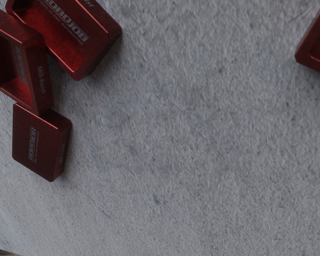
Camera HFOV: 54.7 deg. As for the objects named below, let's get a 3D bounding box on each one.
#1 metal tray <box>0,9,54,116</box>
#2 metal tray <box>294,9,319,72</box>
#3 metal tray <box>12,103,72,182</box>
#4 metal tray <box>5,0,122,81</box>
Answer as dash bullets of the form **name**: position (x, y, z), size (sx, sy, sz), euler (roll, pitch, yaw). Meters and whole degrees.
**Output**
- **metal tray**: position (-0.196, -0.087, 0.426), size (0.090, 0.030, 0.129), euler (31, 142, 14)
- **metal tray**: position (0.184, -0.096, 0.247), size (0.090, 0.030, 0.129), euler (28, 128, 9)
- **metal tray**: position (-0.202, 0.022, 0.521), size (0.090, 0.030, 0.129), euler (29, 128, 9)
- **metal tray**: position (-0.121, -0.134, 0.382), size (0.130, 0.030, 0.090), euler (46, 129, -4)
